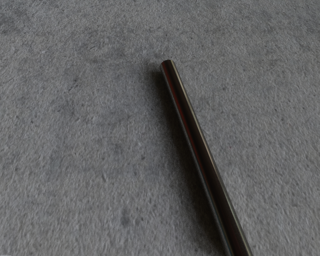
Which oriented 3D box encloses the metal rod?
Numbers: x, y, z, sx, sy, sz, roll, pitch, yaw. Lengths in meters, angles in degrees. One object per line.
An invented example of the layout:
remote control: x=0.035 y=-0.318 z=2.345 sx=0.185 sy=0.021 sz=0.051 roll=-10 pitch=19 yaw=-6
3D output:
metal rod: x=0.045 y=0.015 z=0.390 sx=0.025 sy=0.025 sz=0.300 roll=-10 pitch=51 yaw=-8
